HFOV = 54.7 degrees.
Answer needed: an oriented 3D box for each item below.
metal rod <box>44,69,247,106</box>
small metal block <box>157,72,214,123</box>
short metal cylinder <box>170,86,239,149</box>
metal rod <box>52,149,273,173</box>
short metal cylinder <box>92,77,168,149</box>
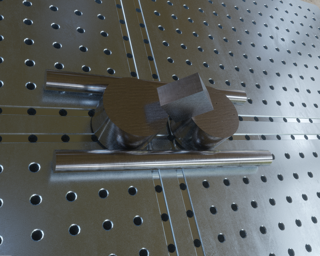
[{"bbox_3d":[-0.001,-0.053,0.436,0.303,0.025,0.025,2,61,-27],"label":"metal rod"},{"bbox_3d":[0.031,-0.034,0.366,0.050,0.050,0.025,45,29,-59],"label":"small metal block"},{"bbox_3d":[0.060,-0.011,0.427,0.081,0.050,0.080,14,56,-21],"label":"short metal cylinder"},{"bbox_3d":[0.024,0.040,0.392,0.303,0.025,0.025,2,61,-27],"label":"metal rod"},{"bbox_3d":[-0.037,-0.014,0.377,0.081,0.050,0.080,14,56,-21],"label":"short metal cylinder"}]
